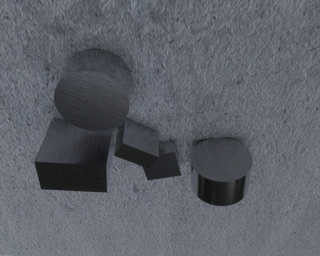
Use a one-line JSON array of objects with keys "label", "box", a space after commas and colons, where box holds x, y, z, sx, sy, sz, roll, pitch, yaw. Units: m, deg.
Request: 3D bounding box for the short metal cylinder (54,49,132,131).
[{"label": "short metal cylinder", "box": [-0.073, -0.043, 0.353, 0.081, 0.050, 0.079, 0, 130, 0]}]

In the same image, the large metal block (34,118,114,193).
[{"label": "large metal block", "box": [-0.104, 0.034, 0.398, 0.081, 0.080, 0.050, 4, 130, -4]}]

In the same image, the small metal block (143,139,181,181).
[{"label": "small metal block", "box": [0.001, 0.047, 0.447, 0.050, 0.025, 0.050, -10, 130, 8]}]

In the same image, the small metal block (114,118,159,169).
[{"label": "small metal block", "box": [-0.030, 0.020, 0.407, 0.050, 0.050, 0.025, 23, 126, -19]}]

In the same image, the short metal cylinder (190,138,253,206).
[{"label": "short metal cylinder", "box": [0.082, 0.058, 0.422, 0.080, 0.080, 0.050, -4, 130, 3]}]
